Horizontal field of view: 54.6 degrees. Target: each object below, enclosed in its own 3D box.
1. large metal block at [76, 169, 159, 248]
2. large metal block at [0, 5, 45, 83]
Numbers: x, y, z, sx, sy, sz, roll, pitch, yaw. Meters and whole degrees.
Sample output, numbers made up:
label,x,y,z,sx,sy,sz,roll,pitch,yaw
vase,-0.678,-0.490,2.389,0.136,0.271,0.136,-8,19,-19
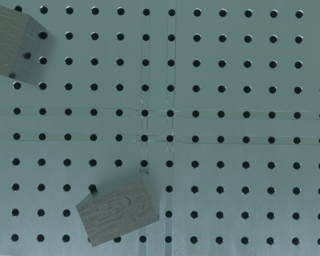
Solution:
label,x,y,z,sx,sy,sz,roll,pitch,yaw
large metal block,-0.047,0.095,0.386,0.080,0.080,0.050,-22,90,0
large metal block,-0.209,-0.112,0.400,0.080,0.050,0.080,19,90,0
